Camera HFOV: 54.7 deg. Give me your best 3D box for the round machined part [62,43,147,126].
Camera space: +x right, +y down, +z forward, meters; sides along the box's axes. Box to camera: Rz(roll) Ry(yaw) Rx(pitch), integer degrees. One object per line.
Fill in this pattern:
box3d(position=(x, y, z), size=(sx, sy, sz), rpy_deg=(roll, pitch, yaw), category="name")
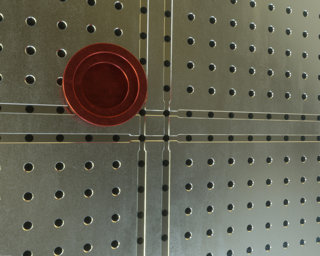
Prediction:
box3d(position=(-0.069, -0.051, 0.379), size=(0.099, 0.042, 0.097), rpy_deg=(0, 90, -21), category="round machined part")
